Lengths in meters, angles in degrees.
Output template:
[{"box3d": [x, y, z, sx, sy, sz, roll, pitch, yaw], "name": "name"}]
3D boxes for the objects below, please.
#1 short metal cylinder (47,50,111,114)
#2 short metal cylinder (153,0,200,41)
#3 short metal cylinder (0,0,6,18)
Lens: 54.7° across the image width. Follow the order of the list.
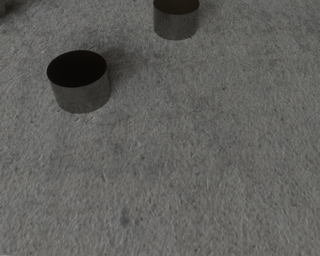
[{"box3d": [-0.113, -0.066, 0.441, 0.081, 0.050, 0.080, 0, 50, 0], "name": "short metal cylinder"}, {"box3d": [0.028, -0.202, 0.557, 0.081, 0.050, 0.080, 0, 50, 0], "name": "short metal cylinder"}, {"box3d": [-0.328, -0.227, 0.554, 0.080, 0.080, 0.050, 29, 56, 21], "name": "short metal cylinder"}]
